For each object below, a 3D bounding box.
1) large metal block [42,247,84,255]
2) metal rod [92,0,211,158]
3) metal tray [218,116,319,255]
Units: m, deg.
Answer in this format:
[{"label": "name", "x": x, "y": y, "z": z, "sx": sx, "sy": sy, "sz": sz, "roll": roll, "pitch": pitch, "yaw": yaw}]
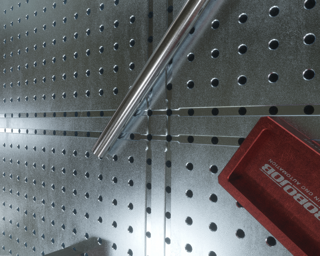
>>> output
[{"label": "large metal block", "x": -0.174, "y": 0.256, "z": 0.518, "sx": 0.050, "sy": 0.081, "sz": 0.080, "roll": -4, "pitch": 87, "yaw": 40}, {"label": "metal rod", "x": -0.016, "y": -0.070, "z": 0.422, "sx": 0.025, "sy": 0.025, "sz": 0.298, "roll": 52, "pitch": 120, "yaw": 27}, {"label": "metal tray", "x": 0.130, "y": 0.060, "z": 0.298, "sx": 0.130, "sy": 0.030, "sz": 0.089, "roll": 44, "pitch": 116, "yaw": 31}]
